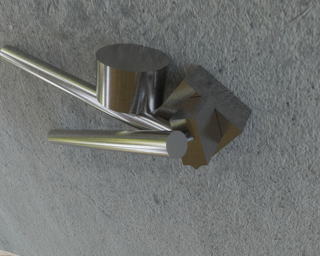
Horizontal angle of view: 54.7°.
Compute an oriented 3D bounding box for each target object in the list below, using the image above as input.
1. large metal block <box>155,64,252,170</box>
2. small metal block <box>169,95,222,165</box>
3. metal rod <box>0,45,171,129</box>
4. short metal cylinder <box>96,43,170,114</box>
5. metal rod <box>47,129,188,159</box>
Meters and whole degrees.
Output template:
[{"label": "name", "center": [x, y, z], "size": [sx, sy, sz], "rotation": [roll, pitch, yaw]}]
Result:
[{"label": "large metal block", "center": [0.044, -0.011, 0.359], "size": [0.080, 0.050, 0.080], "rotation": [42, 130, 0]}, {"label": "small metal block", "center": [0.037, 0.002, 0.305], "size": [0.025, 0.050, 0.050], "rotation": [-4, 117, 30]}, {"label": "metal rod", "center": [-0.103, -0.050, 0.393], "size": [0.300, 0.025, 0.025], "rotation": [27, 128, 25]}, {"label": "short metal cylinder", "center": [-0.032, -0.058, 0.354], "size": [0.080, 0.080, 0.050], "rotation": [19, 126, 16]}, {"label": "metal rod", "center": [-0.078, 0.014, 0.388], "size": [0.300, 0.025, 0.025], "rotation": [0, 121, 52]}]
